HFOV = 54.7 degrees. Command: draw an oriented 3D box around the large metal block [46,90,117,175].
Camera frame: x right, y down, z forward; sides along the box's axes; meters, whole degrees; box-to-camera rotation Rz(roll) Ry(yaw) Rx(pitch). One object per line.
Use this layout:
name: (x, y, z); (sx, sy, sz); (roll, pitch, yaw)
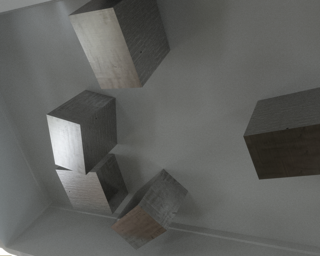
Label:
large metal block: (-0.103, 0.004, 0.428); (0.050, 0.080, 0.079); (16, 125, 19)

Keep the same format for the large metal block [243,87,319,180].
large metal block: (0.136, 0.003, 0.303); (0.080, 0.080, 0.050); (-12, 113, 33)

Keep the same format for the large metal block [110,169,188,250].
large metal block: (-0.015, 0.118, 0.452); (0.050, 0.080, 0.080); (43, 129, -2)

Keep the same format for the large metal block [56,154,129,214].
large metal block: (-0.108, 0.088, 0.501); (0.080, 0.050, 0.080); (-1, 118, 28)

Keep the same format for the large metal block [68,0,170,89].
large metal block: (-0.036, -0.097, 0.322); (0.050, 0.080, 0.080); (1, 130, 27)
